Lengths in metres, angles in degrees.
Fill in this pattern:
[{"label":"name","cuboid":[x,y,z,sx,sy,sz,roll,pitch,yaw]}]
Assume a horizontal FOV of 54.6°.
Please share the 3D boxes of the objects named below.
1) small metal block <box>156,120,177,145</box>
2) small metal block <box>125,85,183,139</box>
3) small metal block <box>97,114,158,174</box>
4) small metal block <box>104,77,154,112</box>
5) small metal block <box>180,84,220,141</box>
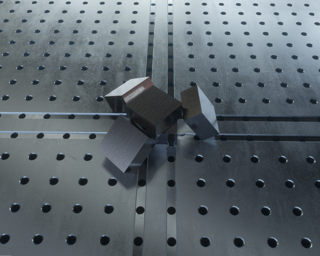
[{"label":"small metal block","cuboid":[-0.003,-0.005,0.412,0.050,0.025,0.050,1,53,1]},{"label":"small metal block","cuboid":[-0.007,-0.021,0.393,0.050,0.025,0.050,34,57,25]},{"label":"small metal block","cuboid":[-0.039,0.020,0.374,0.050,0.025,0.050,37,96,27]},{"label":"small metal block","cuboid":[-0.041,-0.046,0.431,0.050,0.025,0.050,-39,24,-28]},{"label":"small metal block","cuboid":[0.052,-0.019,0.405,0.025,0.050,0.050,-24,46,23]}]
